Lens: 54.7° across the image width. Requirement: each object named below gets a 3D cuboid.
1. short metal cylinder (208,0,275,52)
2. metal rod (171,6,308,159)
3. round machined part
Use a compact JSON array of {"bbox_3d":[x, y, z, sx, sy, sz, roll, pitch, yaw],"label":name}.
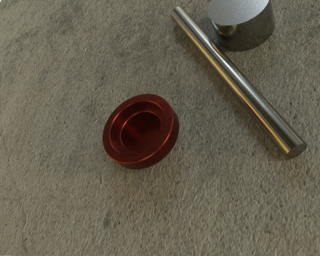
[{"bbox_3d":[0.111,-0.152,0.422,0.080,0.050,0.080,-13,56,20],"label":"short metal cylinder"},{"bbox_3d":[0.084,-0.080,0.408,0.025,0.025,0.300,-33,52,6],"label":"metal rod"},{"bbox_3d":[-0.021,0.008,0.398,0.098,0.042,0.098,-13,56,20],"label":"round machined part"}]
